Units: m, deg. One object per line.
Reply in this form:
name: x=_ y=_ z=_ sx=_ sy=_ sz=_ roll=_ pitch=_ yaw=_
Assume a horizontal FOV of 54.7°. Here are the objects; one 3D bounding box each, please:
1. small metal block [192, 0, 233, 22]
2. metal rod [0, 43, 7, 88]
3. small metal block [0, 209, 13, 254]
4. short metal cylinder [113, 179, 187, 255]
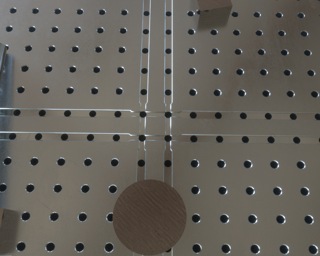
small metal block: x=0.080 y=-0.199 z=0.485 sx=0.050 sy=0.025 sz=0.050 roll=-11 pitch=71 yaw=-5
metal rod: x=-0.226 y=0.016 z=0.386 sx=0.025 sy=0.025 sz=0.299 roll=-4 pitch=64 yaw=-2
small metal block: x=-0.208 y=0.122 z=0.365 sx=0.050 sy=0.025 sz=0.050 roll=0 pitch=70 yaw=0
short metal cylinder: x=-0.011 y=0.104 z=0.360 sx=0.081 sy=0.050 sz=0.080 roll=0 pitch=70 yaw=0
